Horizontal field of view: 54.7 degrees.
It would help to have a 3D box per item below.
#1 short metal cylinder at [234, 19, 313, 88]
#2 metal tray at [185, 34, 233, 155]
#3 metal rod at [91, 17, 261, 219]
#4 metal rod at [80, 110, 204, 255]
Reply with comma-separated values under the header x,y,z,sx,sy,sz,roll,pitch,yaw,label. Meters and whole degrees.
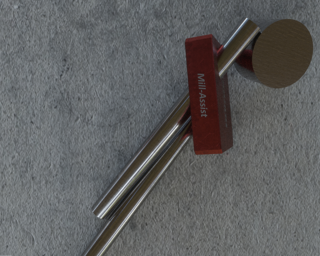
x,y,z,sx,sy,sz,roll,pitch,yaw,label
0.138,-0.094,0.385,0.081,0.050,0.079,-5,110,-13,short metal cylinder
0.062,-0.037,0.375,0.030,0.090,0.129,-5,90,21,metal tray
0.012,-0.003,0.379,0.025,0.025,0.299,39,102,0,metal rod
-0.036,0.097,0.409,0.025,0.025,0.299,37,90,0,metal rod
